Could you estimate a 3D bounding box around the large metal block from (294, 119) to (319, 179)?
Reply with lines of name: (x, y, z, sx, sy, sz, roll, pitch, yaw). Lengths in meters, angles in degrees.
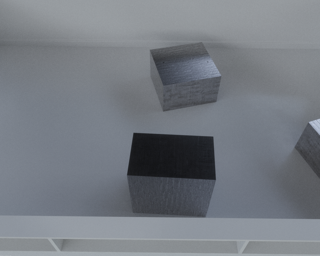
large metal block: (0.226, 0.027, 0.367, 0.081, 0.050, 0.080, -16, 52, -13)

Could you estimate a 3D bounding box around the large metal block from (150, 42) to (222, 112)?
large metal block: (0.034, -0.076, 0.453, 0.081, 0.050, 0.080, -11, 51, -9)

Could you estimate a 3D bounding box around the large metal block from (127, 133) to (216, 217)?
large metal block: (0.012, 0.051, 0.326, 0.080, 0.080, 0.050, 3, 50, 2)
